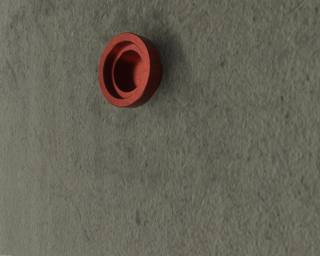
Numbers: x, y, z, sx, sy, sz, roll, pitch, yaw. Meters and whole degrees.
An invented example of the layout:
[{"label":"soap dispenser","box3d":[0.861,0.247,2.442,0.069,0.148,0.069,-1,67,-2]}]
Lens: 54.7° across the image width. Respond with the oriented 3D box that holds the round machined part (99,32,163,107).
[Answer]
[{"label":"round machined part","box3d":[-0.036,-0.076,0.421,0.098,0.042,0.097,0,90,39]}]
